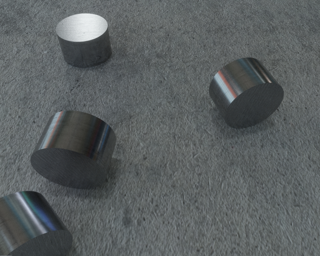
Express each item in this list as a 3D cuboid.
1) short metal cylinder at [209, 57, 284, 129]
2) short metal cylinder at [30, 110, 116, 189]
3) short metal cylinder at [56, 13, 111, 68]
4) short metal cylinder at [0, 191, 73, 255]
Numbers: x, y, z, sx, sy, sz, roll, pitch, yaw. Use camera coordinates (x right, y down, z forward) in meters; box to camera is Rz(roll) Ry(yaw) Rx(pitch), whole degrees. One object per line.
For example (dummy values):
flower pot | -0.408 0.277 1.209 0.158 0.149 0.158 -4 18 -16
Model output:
short metal cylinder | 0.111 -0.044 0.405 0.081 0.080 0.050 -13 51 -11
short metal cylinder | -0.094 0.026 0.345 0.080 0.080 0.050 6 50 4
short metal cylinder | -0.123 -0.143 0.507 0.080 0.050 0.080 0 50 0
short metal cylinder | -0.128 0.104 0.279 0.080 0.080 0.050 -34 58 -25
